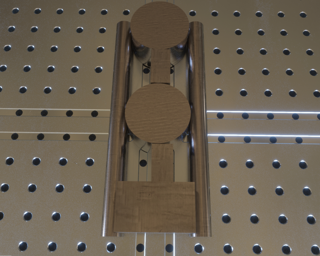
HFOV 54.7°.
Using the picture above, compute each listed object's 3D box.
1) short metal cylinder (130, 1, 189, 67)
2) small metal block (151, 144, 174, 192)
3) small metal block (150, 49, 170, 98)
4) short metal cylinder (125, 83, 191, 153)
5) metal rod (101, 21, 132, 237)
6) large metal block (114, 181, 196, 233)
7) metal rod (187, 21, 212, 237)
[{"bbox_3d":[0.000,-0.133,0.446,0.081,0.050,0.080,0,70,0],"label":"short metal cylinder"},{"bbox_3d":[0.003,0.050,0.379,0.025,0.050,0.050,0,70,0],"label":"small metal block"},{"bbox_3d":[0.001,-0.072,0.423,0.025,0.050,0.050,1,70,0],"label":"small metal block"},{"bbox_3d":[-0.003,-0.011,0.402,0.081,0.050,0.080,0,70,0],"label":"short metal cylinder"},{"bbox_3d":[-0.055,-0.013,0.415,0.025,0.025,0.299,1,70,0],"label":"metal rod"},{"bbox_3d":[-0.005,0.092,0.349,0.080,0.080,0.050,1,70,0],"label":"large metal block"},{"bbox_3d":[0.051,-0.012,0.415,0.025,0.025,0.299,1,70,0],"label":"metal rod"}]
